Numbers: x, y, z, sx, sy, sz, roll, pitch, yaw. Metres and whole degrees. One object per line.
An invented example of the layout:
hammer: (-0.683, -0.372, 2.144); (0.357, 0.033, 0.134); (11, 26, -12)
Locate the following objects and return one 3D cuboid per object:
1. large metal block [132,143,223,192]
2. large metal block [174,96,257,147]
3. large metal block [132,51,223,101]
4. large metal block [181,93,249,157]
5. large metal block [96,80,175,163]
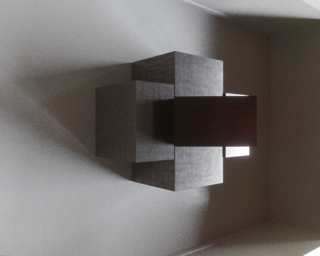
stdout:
large metal block: (0.021, 0.043, 0.387); (0.081, 0.080, 0.050); (0, 91, -40)
large metal block: (0.058, -0.007, 0.344); (0.080, 0.080, 0.050); (-4, 94, -85)
large metal block: (0.021, -0.058, 0.387); (0.081, 0.080, 0.050); (0, 91, -40)
large metal block: (0.074, -0.004, 0.429); (0.050, 0.080, 0.080); (0, 90, -41)
large metal block: (-0.030, -0.007, 0.345); (0.050, 0.080, 0.080); (0, 90, -40)
